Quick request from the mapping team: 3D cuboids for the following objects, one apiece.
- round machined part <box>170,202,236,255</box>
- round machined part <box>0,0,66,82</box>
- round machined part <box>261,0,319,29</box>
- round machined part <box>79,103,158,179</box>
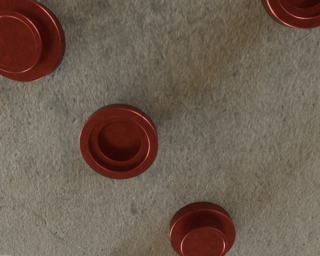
[{"bbox_3d":[0.064,0.163,0.462,0.099,0.042,0.097,0,110,-1],"label":"round machined part"},{"bbox_3d":[-0.165,-0.101,0.361,0.099,0.042,0.097,0,110,-1],"label":"round machined part"},{"bbox_3d":[0.159,-0.162,0.343,0.099,0.042,0.097,0,110,-1],"label":"round machined part"},{"bbox_3d":[-0.052,0.014,0.405,0.099,0.042,0.097,0,110,-1],"label":"round machined part"}]
